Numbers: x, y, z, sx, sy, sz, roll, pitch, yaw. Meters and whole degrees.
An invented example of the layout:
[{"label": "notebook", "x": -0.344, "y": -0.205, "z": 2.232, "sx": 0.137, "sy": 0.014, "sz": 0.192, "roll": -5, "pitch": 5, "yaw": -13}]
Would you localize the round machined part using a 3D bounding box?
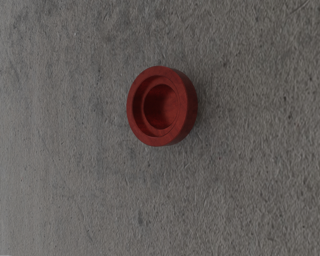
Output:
[{"label": "round machined part", "x": 0.007, "y": -0.026, "z": 0.389, "sx": 0.098, "sy": 0.042, "sz": 0.097, "roll": 0, "pitch": 90, "yaw": 40}]
